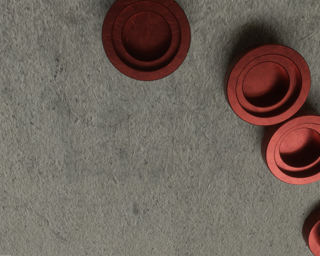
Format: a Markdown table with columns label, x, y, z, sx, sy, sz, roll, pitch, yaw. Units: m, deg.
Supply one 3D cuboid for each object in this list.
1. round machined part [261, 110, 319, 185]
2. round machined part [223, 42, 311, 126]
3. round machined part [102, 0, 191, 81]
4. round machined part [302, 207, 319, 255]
| label | x | y | z | sx | sy | sz | roll | pitch | yaw |
| --- | --- | --- | --- | --- | --- | --- | --- | --- | --- |
| round machined part | 0.183 | 0.022 | 0.410 | 0.099 | 0.042 | 0.097 | 0 | 110 | 0 |
| round machined part | 0.127 | -0.055 | 0.381 | 0.099 | 0.042 | 0.097 | 0 | 110 | 0 |
| round machined part | -0.015 | -0.107 | 0.361 | 0.099 | 0.042 | 0.097 | 0 | 110 | 0 |
| round machined part | 0.271 | 0.163 | 0.463 | 0.099 | 0.042 | 0.097 | 0 | 110 | 0 |
